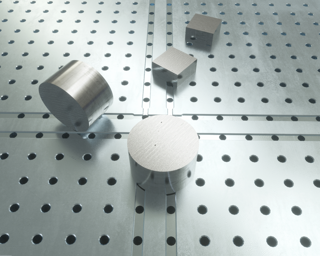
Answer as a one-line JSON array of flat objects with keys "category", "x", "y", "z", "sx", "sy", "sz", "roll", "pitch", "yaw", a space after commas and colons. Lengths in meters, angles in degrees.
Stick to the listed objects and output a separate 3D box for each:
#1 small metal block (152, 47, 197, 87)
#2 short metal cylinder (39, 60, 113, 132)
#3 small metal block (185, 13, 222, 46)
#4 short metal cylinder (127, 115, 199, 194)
[{"category": "small metal block", "x": 0.023, "y": -0.097, "z": 0.489, "sx": 0.050, "sy": 0.025, "sz": 0.050, "roll": 32, "pitch": 57, "yaw": 24}, {"category": "short metal cylinder", "x": -0.109, "y": -0.041, "z": 0.406, "sx": 0.080, "sy": 0.080, "sz": 0.050, "roll": 25, "pitch": 55, "yaw": 19}, {"category": "small metal block", "x": 0.078, "y": -0.178, "z": 0.557, "sx": 0.050, "sy": 0.025, "sz": 0.050, "roll": 19, "pitch": 52, "yaw": 15}, {"category": "short metal cylinder", "x": 0.004, "y": 0.030, "z": 0.366, "sx": 0.081, "sy": 0.050, "sz": 0.080, "roll": 0, "pitch": 50, "yaw": 0}]
